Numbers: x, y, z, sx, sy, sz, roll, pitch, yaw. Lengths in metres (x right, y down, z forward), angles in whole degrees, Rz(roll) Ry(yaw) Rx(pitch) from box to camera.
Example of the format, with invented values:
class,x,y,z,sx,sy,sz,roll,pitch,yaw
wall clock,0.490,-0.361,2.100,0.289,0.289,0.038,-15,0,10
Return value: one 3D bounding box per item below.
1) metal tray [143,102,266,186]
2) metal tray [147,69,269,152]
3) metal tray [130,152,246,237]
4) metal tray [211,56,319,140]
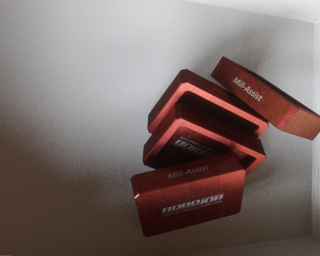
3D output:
class,x,y,z,sx,sy,sz,roll,pitch,yaw
metal tray,0.055,0.031,0.397,0.131,0.030,0.089,23,127,-19
metal tray,0.061,-0.009,0.402,0.131,0.030,0.089,24,127,-19
metal tray,0.036,0.084,0.383,0.131,0.030,0.089,-12,131,-7
metal tray,0.136,-0.039,0.395,0.091,0.130,0.030,12,117,-42
